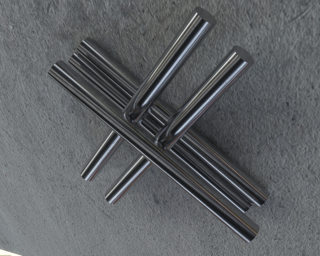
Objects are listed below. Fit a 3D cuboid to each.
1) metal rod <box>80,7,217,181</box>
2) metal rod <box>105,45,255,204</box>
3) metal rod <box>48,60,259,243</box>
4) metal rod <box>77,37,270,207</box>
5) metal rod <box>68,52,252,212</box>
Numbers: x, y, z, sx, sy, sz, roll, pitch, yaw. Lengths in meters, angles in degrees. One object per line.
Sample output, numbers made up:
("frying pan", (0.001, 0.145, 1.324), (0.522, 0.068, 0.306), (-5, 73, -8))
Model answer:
("metal rod", (-0.034, -0.017, 0.381), (0.025, 0.025, 0.298), (41, 129, 0))
("metal rod", (0.003, 0.019, 0.385), (0.025, 0.025, 0.298), (41, 129, 0))
("metal rod", (-0.007, 0.027, 0.363), (0.300, 0.025, 0.025), (40, 129, 0))
("metal rod", (0.017, -0.007, 0.393), (0.300, 0.025, 0.025), (41, 129, -1))
("metal rod", (0.002, 0.005, 0.409), (0.300, 0.025, 0.025), (41, 129, -1))
